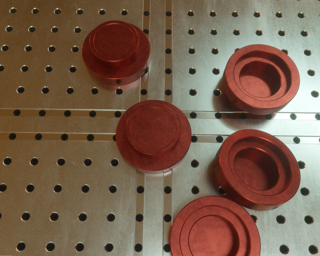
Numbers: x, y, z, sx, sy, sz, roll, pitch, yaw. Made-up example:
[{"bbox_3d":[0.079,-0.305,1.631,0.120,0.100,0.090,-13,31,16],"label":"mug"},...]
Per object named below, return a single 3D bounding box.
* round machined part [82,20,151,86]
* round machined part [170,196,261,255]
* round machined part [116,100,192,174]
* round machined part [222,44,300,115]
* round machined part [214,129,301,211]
[{"bbox_3d":[-0.063,-0.114,0.443,0.099,0.042,0.098,0,70,-1],"label":"round machined part"},{"bbox_3d":[0.060,0.129,0.355,0.099,0.042,0.098,0,71,1],"label":"round machined part"},{"bbox_3d":[-0.008,0.007,0.400,0.099,0.042,0.098,0,70,-1],"label":"round machined part"},{"bbox_3d":[0.135,-0.063,0.427,0.099,0.042,0.098,0,70,-1],"label":"round machined part"},{"bbox_3d":[0.113,0.053,0.376,0.099,0.042,0.098,5,56,-8],"label":"round machined part"}]
